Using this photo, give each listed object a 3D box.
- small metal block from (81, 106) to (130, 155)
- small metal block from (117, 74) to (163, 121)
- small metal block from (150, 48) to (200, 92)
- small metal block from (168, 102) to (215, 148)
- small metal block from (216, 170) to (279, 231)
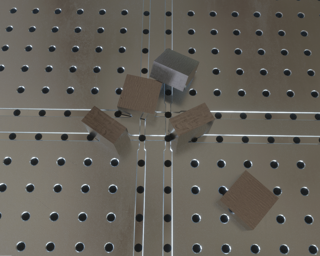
[{"bbox_3d":[-0.068,0.004,0.396,0.050,0.050,0.025,34,74,11],"label":"small metal block"},{"bbox_3d":[-0.027,-0.042,0.427,0.050,0.025,0.050,12,70,4],"label":"small metal block"},{"bbox_3d":[0.021,-0.082,0.430,0.050,0.025,0.050,25,40,9],"label":"small metal block"},{"bbox_3d":[0.039,-0.002,0.400,0.050,0.050,0.025,-25,72,-9],"label":"small metal block"},{"bbox_3d":[0.106,0.089,0.381,0.050,0.025,0.050,42,75,13],"label":"small metal block"}]
